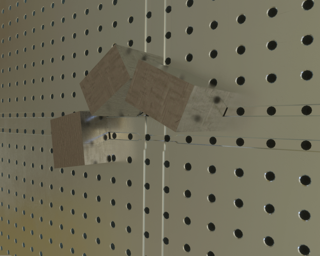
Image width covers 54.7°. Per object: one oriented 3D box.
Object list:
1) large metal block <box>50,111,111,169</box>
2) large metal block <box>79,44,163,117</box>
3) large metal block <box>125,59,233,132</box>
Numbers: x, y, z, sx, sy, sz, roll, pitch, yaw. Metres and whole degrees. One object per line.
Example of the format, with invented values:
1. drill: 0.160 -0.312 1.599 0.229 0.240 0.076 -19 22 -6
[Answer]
1. large metal block: -0.128 0.020 0.496 0.080 0.050 0.080 -11 83 39
2. large metal block: -0.044 -0.057 0.407 0.080 0.081 0.050 -37 67 33
3. large metal block: 0.022 -0.036 0.354 0.080 0.081 0.050 32 110 35
